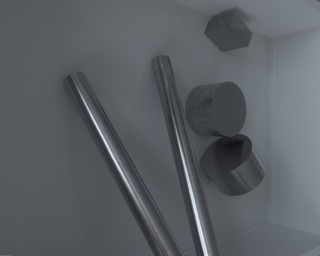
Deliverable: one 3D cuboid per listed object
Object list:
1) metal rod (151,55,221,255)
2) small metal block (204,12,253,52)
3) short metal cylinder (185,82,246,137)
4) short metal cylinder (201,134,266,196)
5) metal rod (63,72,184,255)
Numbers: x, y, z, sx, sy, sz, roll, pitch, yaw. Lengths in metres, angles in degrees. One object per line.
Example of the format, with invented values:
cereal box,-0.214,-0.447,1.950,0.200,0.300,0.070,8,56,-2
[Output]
metal rod,0.031,0.046,0.358,0.025,0.025,0.299,6,62,-40
small metal block,0.106,-0.147,0.482,0.050,0.050,0.025,33,70,-36
short metal cylinder,0.084,-0.027,0.464,0.081,0.050,0.079,0,90,-40
short metal cylinder,0.110,0.055,0.466,0.080,0.080,0.050,-52,121,-27
metal rod,-0.019,0.075,0.308,0.025,0.025,0.299,-22,78,-38
